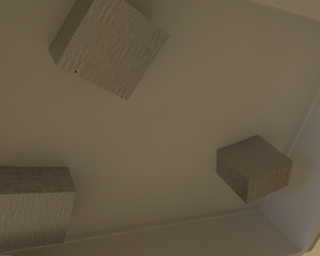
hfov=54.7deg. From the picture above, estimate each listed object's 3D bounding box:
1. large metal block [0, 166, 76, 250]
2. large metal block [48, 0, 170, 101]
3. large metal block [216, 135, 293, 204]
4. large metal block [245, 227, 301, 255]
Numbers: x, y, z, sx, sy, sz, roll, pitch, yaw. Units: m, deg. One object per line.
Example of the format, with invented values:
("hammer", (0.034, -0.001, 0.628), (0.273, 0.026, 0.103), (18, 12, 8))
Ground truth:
("large metal block", (-0.152, 0.093, 0.367), (0.081, 0.050, 0.079), (5, 116, -31))
("large metal block", (-0.051, -0.086, 0.311), (0.080, 0.050, 0.080), (26, 104, -37))
("large metal block", (0.147, 0.063, 0.492), (0.081, 0.080, 0.050), (-18, 126, -18))
("large metal block", (0.247, 0.280, 0.683), (0.081, 0.080, 0.050), (-20, 126, -16))
